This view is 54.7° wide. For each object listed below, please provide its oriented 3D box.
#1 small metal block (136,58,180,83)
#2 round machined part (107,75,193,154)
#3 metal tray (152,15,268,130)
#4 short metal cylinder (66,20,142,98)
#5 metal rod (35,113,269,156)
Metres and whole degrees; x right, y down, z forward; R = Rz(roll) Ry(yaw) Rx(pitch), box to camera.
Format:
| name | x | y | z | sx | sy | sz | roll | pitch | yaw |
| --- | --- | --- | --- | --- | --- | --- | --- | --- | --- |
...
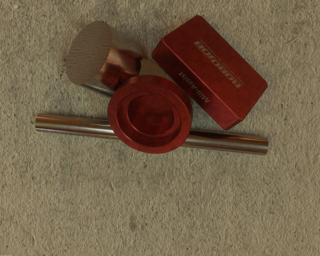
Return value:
| name | x | y | z | sx | sy | sz | roll | pitch | yaw |
| --- | --- | --- | --- | --- | --- | --- | --- | --- | --- |
| small metal block | -0.002 | -0.062 | 0.397 | 0.050 | 0.050 | 0.025 | 24 | 90 | 0 |
| round machined part | -0.009 | -0.020 | 0.372 | 0.098 | 0.042 | 0.097 | 7 | 126 | 10 |
| metal tray | 0.064 | -0.071 | 0.384 | 0.130 | 0.030 | 0.090 | 45 | 51 | 0 |
| short metal cylinder | -0.069 | -0.082 | 0.378 | 0.080 | 0.050 | 0.080 | -13 | 68 | 35 |
| metal rod | -0.010 | 0.008 | 0.411 | 0.302 | 0.025 | 0.025 | 6 | 90 | -1 |
